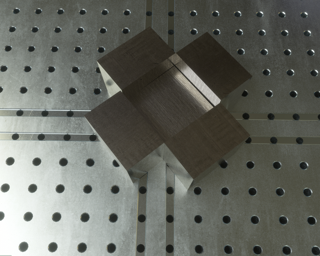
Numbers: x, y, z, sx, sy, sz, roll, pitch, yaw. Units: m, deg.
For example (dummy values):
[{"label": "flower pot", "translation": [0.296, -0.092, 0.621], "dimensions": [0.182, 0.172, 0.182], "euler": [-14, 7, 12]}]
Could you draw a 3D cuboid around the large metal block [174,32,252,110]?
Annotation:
[{"label": "large metal block", "translation": [0.064, -0.062, 0.406], "dimensions": [0.050, 0.080, 0.080], "euler": [-37, 75, -12]}]

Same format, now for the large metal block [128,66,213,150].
[{"label": "large metal block", "translation": [0.013, -0.019, 0.404], "dimensions": [0.080, 0.050, 0.080], "euler": [-37, 73, -10]}]

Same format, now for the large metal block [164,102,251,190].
[{"label": "large metal block", "translation": [0.052, 0.025, 0.375], "dimensions": [0.080, 0.080, 0.050], "euler": [-35, 74, -12]}]

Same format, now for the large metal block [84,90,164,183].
[{"label": "large metal block", "translation": [-0.040, 0.014, 0.377], "dimensions": [0.050, 0.080, 0.080], "euler": [-37, 75, -12]}]

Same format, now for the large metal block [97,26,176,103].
[{"label": "large metal block", "translation": [-0.028, -0.072, 0.409], "dimensions": [0.080, 0.080, 0.050], "euler": [-37, 74, -12]}]
